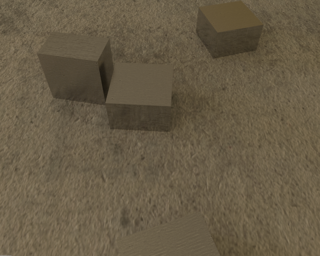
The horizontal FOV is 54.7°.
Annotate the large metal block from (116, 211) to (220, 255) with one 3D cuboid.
[{"bbox_3d":[0.012,0.133,0.276,0.081,0.050,0.080,-15,52,-13],"label":"large metal block"}]

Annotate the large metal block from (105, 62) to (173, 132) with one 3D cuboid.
[{"bbox_3d":[-0.024,-0.043,0.423,0.080,0.050,0.080,3,50,2],"label":"large metal block"}]

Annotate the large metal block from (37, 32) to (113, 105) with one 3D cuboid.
[{"bbox_3d":[-0.112,-0.082,0.435,0.080,0.080,0.050,9,51,7],"label":"large metal block"}]

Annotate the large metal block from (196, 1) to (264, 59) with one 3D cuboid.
[{"bbox_3d":[0.116,-0.170,0.532,0.081,0.050,0.080,-13,51,-11],"label":"large metal block"}]
